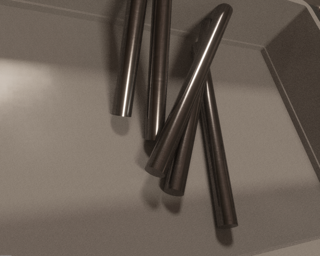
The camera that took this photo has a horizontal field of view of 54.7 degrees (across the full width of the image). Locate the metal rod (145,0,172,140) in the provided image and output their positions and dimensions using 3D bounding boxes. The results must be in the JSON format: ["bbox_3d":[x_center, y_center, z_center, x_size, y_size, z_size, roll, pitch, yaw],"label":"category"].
[{"bbox_3d":[0.001,-0.134,0.394,0.025,0.025,0.298,3,91,-27],"label":"metal rod"}]

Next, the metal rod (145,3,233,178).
[{"bbox_3d":[0.049,-0.069,0.426,0.025,0.025,0.300,30,61,-10],"label":"metal rod"}]

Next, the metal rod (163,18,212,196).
[{"bbox_3d":[0.049,-0.049,0.444,0.025,0.025,0.300,23,59,-15],"label":"metal rod"}]

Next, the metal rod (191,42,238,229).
[{"bbox_3d":[0.074,-0.009,0.453,0.025,0.025,0.299,10,57,-23],"label":"metal rod"}]

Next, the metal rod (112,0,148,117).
[{"bbox_3d":[-0.027,-0.163,0.383,0.025,0.025,0.298,6,95,-26],"label":"metal rod"}]
